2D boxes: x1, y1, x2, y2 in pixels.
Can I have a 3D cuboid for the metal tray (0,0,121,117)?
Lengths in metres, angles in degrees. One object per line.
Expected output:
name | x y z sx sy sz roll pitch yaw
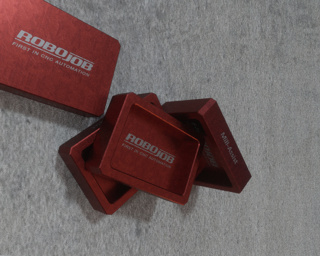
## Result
metal tray | -0.110 -0.071 0.311 0.131 0.030 0.090 20 77 -38

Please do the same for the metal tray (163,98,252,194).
metal tray | 0.055 0.024 0.411 0.030 0.090 0.130 -45 117 -31

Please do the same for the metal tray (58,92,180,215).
metal tray | -0.041 0.026 0.368 0.131 0.030 0.090 -39 114 -33

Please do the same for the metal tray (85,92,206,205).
metal tray | -0.009 0.027 0.355 0.131 0.030 0.090 30 71 -36
